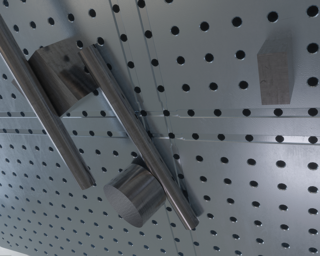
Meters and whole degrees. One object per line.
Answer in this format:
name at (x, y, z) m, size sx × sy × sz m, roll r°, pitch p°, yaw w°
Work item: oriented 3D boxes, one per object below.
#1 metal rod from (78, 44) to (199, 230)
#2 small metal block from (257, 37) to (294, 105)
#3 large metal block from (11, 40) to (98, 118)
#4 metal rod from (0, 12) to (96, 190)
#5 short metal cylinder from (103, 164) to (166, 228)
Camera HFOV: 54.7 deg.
metal rod at (-0.023, 0.023, 0.437) m, size 0.025 × 0.025 × 0.299 m, roll -19°, pitch 109°, yaw 35°
small metal block at (0.114, -0.056, 0.301) m, size 0.025 × 0.050 × 0.050 m, roll 0°, pitch 119°, yaw 28°
large metal block at (-0.146, -0.061, 0.434) m, size 0.080 × 0.050 × 0.080 m, roll -31°, pitch 101°, yaw 38°
metal rod at (-0.164, -0.046, 0.404) m, size 0.025 × 0.025 × 0.299 m, roll -12°, pitch 113°, yaw 33°
short metal cylinder at (-0.038, 0.100, 0.461) m, size 0.080 × 0.050 × 0.080 m, roll 31°, pitch 143°, yaw 28°
